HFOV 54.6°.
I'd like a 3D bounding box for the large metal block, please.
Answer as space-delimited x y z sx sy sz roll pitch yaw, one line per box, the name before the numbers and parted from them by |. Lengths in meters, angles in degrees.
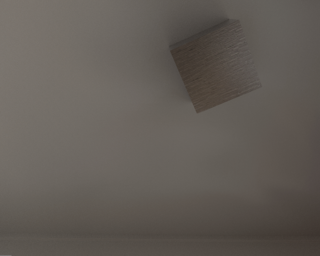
large metal block | 0.064 -0.075 0.371 0.080 0.050 0.080 -23 109 8
